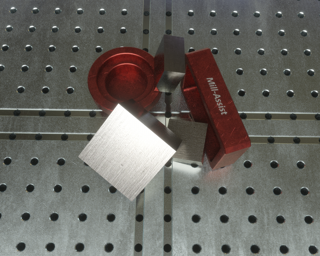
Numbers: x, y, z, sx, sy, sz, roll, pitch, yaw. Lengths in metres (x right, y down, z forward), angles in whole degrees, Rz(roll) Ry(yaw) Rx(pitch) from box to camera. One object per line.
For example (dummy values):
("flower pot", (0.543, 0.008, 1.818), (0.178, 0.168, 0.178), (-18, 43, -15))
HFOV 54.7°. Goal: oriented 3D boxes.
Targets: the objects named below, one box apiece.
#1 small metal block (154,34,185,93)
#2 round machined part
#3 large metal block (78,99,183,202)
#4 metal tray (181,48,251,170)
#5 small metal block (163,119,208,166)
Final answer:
("small metal block", (0.011, -0.078, 0.384), (0.025, 0.050, 0.050), (5, 68, -13))
("round machined part", (-0.045, -0.058, 0.423), (0.099, 0.042, 0.098), (0, 70, -1))
("large metal block", (-0.033, 0.024, 0.365), (0.080, 0.050, 0.080), (40, 106, 2))
("metal tray", (0.063, -0.021, 0.386), (0.030, 0.090, 0.130), (-17, 71, -6))
("small metal block", (0.034, 0.018, 0.400), (0.050, 0.025, 0.050), (8, 74, 14))
